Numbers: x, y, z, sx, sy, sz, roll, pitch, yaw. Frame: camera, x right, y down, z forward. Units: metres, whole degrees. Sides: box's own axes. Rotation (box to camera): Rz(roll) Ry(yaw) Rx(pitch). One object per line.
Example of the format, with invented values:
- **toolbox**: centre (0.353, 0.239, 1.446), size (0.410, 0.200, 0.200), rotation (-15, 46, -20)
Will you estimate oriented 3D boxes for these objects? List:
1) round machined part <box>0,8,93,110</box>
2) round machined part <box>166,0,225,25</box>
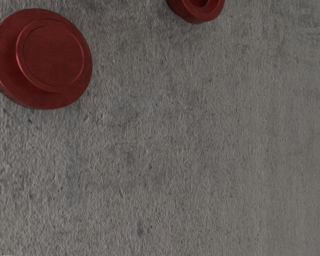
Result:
- **round machined part**: centre (-0.110, -0.067, 0.301), size (0.099, 0.042, 0.097), rotation (0, 90, -40)
- **round machined part**: centre (0.043, -0.193, 0.429), size (0.099, 0.042, 0.097), rotation (0, 90, -40)
